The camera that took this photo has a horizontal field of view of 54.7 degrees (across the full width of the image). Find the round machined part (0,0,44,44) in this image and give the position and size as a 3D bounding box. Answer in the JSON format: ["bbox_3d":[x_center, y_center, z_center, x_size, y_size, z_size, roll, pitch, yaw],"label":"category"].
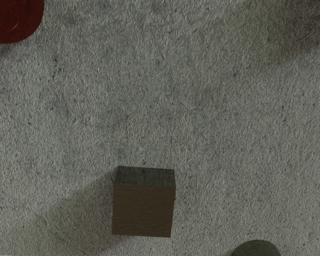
[{"bbox_3d":[-0.177,-0.135,0.330,0.099,0.042,0.097,-9,130,-10],"label":"round machined part"}]

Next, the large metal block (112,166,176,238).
[{"bbox_3d":[-0.023,0.103,0.434,0.081,0.050,0.079,4,110,-2],"label":"large metal block"}]

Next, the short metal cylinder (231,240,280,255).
[{"bbox_3d":[0.155,0.223,0.481,0.081,0.050,0.079,0,110,-1],"label":"short metal cylinder"}]
